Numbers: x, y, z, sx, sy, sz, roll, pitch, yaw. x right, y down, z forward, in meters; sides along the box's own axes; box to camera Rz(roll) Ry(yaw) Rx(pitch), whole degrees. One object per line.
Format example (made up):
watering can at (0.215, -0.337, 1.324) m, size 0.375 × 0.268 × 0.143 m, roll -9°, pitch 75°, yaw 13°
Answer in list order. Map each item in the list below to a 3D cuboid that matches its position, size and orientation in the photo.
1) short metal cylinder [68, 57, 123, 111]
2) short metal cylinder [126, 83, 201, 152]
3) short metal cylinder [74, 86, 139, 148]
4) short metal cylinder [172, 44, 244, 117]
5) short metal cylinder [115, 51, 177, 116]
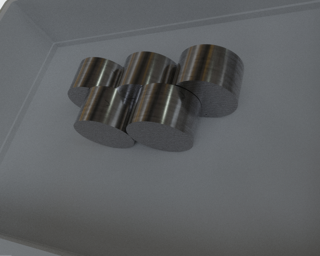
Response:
short metal cylinder at (-0.085, -0.057, 0.449) m, size 0.080 × 0.080 × 0.050 m, roll 1°, pitch 62°, yaw 28°
short metal cylinder at (0.005, -0.010, 0.372) m, size 0.080 × 0.080 × 0.050 m, roll 1°, pitch 62°, yaw 28°
short metal cylinder at (-0.066, -0.012, 0.411) m, size 0.080 × 0.080 × 0.050 m, roll 1°, pitch 62°, yaw 28°
short metal cylinder at (0.056, -0.054, 0.372) m, size 0.080 × 0.080 × 0.050 m, roll 2°, pitch 63°, yaw 29°
short metal cylinder at (-0.014, -0.055, 0.410) m, size 0.080 × 0.080 × 0.050 m, roll 1°, pitch 62°, yaw 28°
